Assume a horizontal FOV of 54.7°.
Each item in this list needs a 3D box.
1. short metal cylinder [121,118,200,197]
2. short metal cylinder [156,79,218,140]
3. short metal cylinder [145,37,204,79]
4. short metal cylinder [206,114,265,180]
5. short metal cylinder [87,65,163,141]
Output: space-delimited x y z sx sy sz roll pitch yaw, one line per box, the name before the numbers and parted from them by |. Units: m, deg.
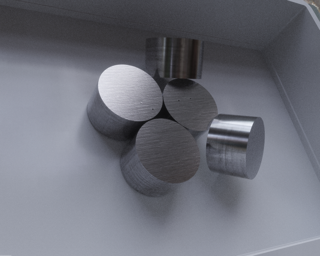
short metal cylinder | 0.000 0.036 0.367 0.081 0.050 0.080 14 56 -21
short metal cylinder | 0.030 -0.020 0.417 0.081 0.050 0.080 14 56 -21
short metal cylinder | 0.020 -0.095 0.429 0.081 0.080 0.050 -3 102 -30
short metal cylinder | 0.100 0.023 0.403 0.081 0.050 0.079 -17 111 -55
short metal cylinder | -0.044 -0.031 0.384 0.081 0.050 0.080 14 56 -21
